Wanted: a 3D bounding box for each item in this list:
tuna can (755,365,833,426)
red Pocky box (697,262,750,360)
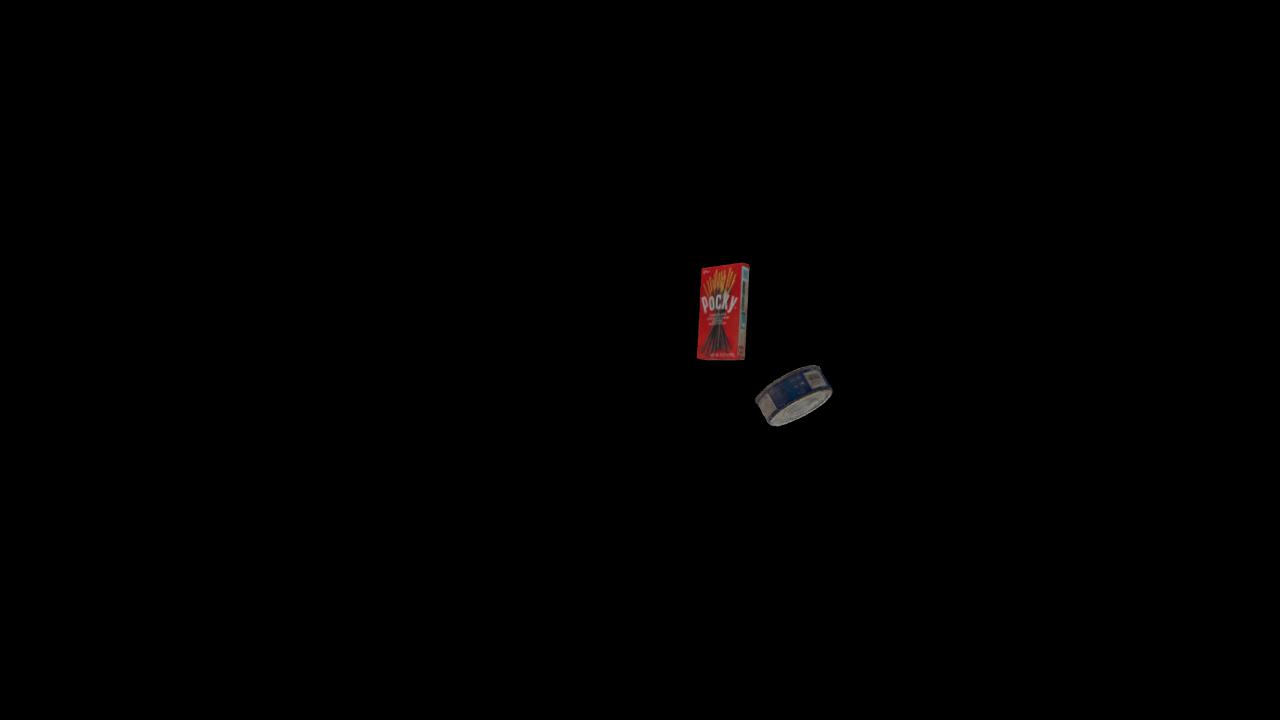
[{"bbox_3d":[0.179,0.042,0.711,0.084,0.034,0.084,-21,-25,-10],"label":"tuna can"},{"bbox_3d":[0.134,-0.077,0.995,0.083,0.155,0.028,-2,-7,45],"label":"red Pocky box"}]
